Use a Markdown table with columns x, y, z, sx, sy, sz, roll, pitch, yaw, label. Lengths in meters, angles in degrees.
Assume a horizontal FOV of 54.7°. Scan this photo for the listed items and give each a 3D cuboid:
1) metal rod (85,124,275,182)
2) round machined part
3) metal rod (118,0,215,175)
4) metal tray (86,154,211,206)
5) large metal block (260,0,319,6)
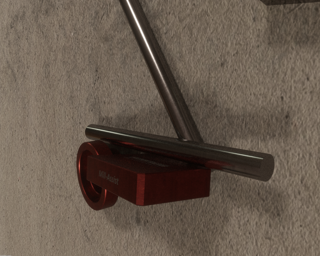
| x | y | z | sx | sy | sz | roll | pitch | yaw | label |
| --- | --- | --- | --- | --- | --- | --- | --- | --- | --- |
| -0.007 | 0.021 | 0.382 | 0.300 | 0.025 | 0.025 | 8 | 95 | 47 | metal rod |
| -0.082 | 0.065 | 0.448 | 0.098 | 0.042 | 0.097 | 14 | 108 | 52 | round machined part |
| -0.002 | -0.078 | 0.404 | 0.025 | 0.025 | 0.299 | -35 | 69 | 34 | metal rod |
| -0.018 | 0.053 | 0.354 | 0.130 | 0.091 | 0.030 | 6 | 93 | 55 | metal tray |
| 0.133 | -0.161 | 0.279 | 0.080 | 0.050 | 0.079 | 13 | 98 | 39 | large metal block |
